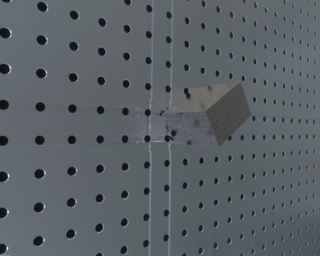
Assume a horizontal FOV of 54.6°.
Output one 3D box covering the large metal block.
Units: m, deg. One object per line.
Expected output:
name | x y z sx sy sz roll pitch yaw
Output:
large metal block | 0.064 -0.019 0.426 0.080 0.080 0.050 -38 114 -33
